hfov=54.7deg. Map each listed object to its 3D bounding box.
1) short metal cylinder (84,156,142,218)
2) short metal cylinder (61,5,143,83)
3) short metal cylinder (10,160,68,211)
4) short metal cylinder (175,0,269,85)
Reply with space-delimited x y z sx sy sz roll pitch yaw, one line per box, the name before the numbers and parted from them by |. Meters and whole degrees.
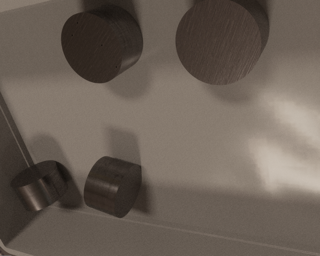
short metal cylinder | -0.068 0.087 0.461 0.050 0.080 0.079 14 124 20
short metal cylinder | -0.067 -0.099 0.365 0.080 0.050 0.079 13 124 20
short metal cylinder | -0.210 0.100 0.543 0.080 0.080 0.050 -7 115 31
short metal cylinder | 0.062 -0.089 0.304 0.080 0.050 0.079 13 124 20
